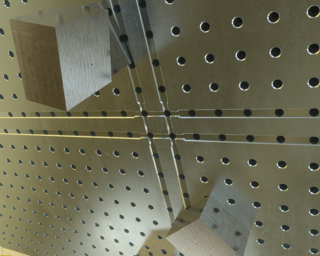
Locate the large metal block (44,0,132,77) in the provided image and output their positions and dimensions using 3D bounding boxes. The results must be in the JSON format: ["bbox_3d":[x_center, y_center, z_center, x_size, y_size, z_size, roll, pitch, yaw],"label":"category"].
[{"bbox_3d":[-0.093,-0.102,0.382,0.080,0.050,0.080,-7,115,31],"label":"large metal block"}]

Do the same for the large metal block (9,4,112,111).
[{"bbox_3d":[-0.094,-0.075,0.315,0.050,0.080,0.079,16,125,19],"label":"large metal block"}]

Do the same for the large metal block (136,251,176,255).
[{"bbox_3d":[-0.002,0.275,0.567,0.080,0.050,0.080,-12,112,33],"label":"large metal block"}]

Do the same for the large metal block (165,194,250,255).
[{"bbox_3d":[0.070,0.157,0.456,0.080,0.050,0.080,43,129,-2],"label":"large metal block"}]
